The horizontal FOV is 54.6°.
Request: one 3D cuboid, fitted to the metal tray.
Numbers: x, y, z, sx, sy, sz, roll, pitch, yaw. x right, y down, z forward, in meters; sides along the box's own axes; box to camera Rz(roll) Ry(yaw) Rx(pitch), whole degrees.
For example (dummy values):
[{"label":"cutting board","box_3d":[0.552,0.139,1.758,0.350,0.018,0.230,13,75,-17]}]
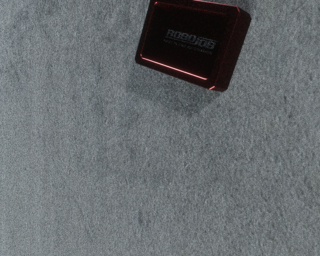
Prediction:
[{"label":"metal tray","box_3d":[0.033,-0.105,0.374,0.130,0.030,0.089,27,107,37]}]
